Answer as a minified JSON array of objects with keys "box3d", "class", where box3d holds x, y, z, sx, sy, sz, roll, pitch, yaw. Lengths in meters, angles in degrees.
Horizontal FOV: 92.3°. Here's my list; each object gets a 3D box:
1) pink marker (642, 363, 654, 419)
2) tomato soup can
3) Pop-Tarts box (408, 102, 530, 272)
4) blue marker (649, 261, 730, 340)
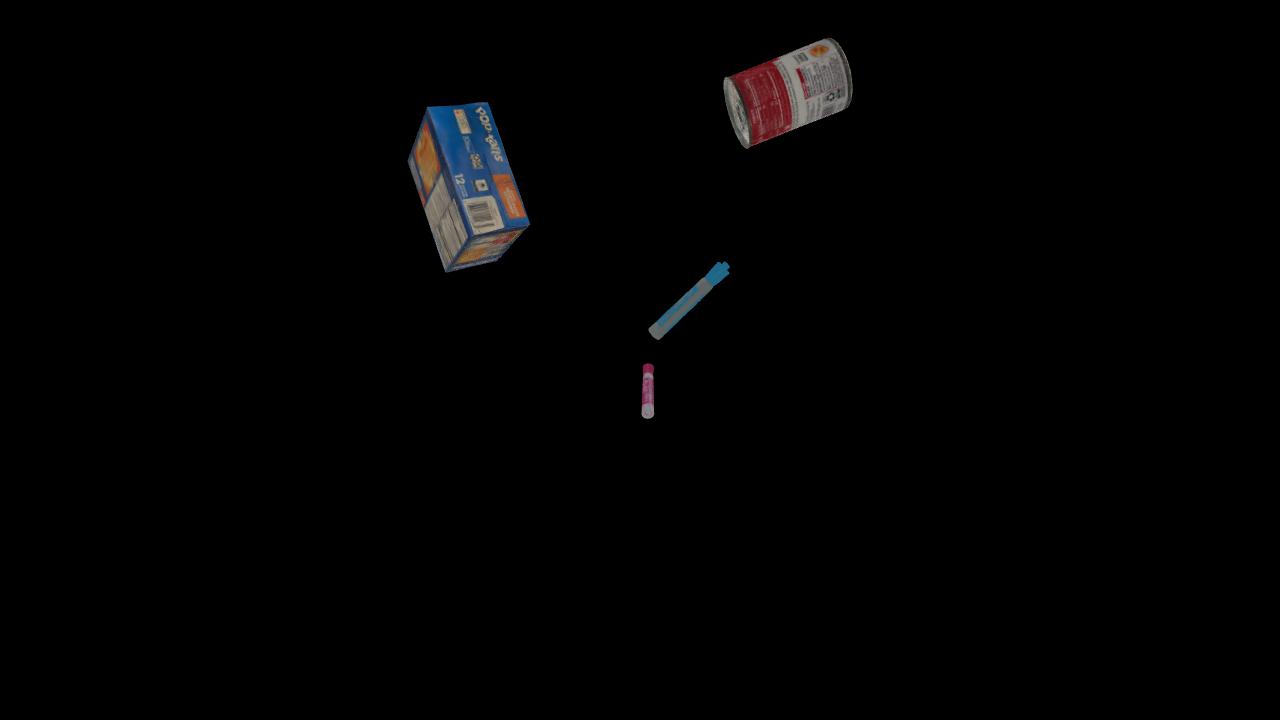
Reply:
[{"box3d":[0.012,0.045,0.960,0.020,0.020,0.121,0,36,1],"class":"pink marker"},{"box3d":[0.137,-0.250,0.577,0.101,0.068,0.068,-21,-1,4],"class":"tomato soup can"},{"box3d":[-0.228,-0.221,0.805,0.083,0.167,0.141,-18,-2,-32],"class":"Pop-Tarts box"},{"box3d":[0.058,-0.069,0.714,0.121,0.020,0.020,-43,-18,21],"class":"blue marker"}]
